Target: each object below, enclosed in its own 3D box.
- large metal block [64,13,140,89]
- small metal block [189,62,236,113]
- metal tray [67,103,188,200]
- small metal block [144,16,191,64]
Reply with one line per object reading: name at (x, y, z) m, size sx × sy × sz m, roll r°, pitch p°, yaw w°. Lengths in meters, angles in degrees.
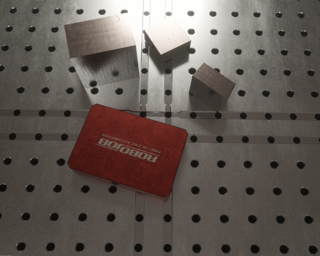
large metal block at (-0.075, -0.101, 0.419) m, size 0.081 × 0.080 × 0.050 m, roll -13°, pitch 71°, yaw -5°
small metal block at (0.069, -0.053, 0.419) m, size 0.050 × 0.050 × 0.025 m, roll 37°, pitch 74°, yaw 12°
metal tray at (-0.039, 0.030, 0.398) m, size 0.131 × 0.030 × 0.090 m, roll 16°, pitch 71°, yaw 5°
small metal block at (0.011, -0.131, 0.460) m, size 0.050 × 0.025 × 0.050 m, roll -28°, pitch 73°, yaw -10°
